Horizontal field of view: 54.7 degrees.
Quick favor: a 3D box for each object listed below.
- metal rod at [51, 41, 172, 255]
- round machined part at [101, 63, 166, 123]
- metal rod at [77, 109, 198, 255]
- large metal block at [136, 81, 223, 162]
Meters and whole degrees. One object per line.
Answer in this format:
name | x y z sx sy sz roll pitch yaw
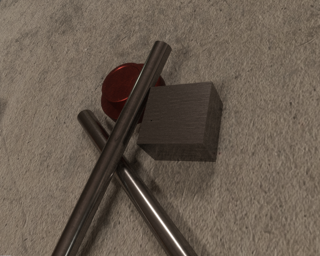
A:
metal rod | -0.055 0.023 0.381 0.025 0.025 0.299 15 73 33
round machined part | -0.044 -0.055 0.449 0.098 0.042 0.098 -13 56 20
metal rod | -0.034 0.068 0.378 0.025 0.025 0.300 -42 51 -1
large metal block | 0.027 -0.006 0.377 0.080 0.050 0.080 -2 61 27
